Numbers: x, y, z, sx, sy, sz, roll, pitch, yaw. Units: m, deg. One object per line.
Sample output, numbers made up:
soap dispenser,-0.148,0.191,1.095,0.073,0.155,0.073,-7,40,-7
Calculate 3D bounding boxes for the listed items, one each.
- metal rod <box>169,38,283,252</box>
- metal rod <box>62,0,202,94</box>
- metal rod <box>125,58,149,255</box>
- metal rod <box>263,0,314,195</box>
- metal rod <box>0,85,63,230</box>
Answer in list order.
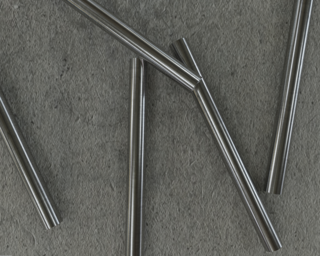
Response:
metal rod,0.087,0.022,0.410,0.025,0.025,0.299,-25,90,0
metal rod,-0.075,-0.142,0.396,0.300,0.025,0.025,37,90,4
metal rod,-0.031,0.059,0.409,0.025,0.025,0.298,1,90,0
metal rod,0.174,-0.062,0.410,0.025,0.025,0.298,9,90,0
metal rod,-0.203,-0.008,0.408,0.025,0.025,0.299,-25,90,0
